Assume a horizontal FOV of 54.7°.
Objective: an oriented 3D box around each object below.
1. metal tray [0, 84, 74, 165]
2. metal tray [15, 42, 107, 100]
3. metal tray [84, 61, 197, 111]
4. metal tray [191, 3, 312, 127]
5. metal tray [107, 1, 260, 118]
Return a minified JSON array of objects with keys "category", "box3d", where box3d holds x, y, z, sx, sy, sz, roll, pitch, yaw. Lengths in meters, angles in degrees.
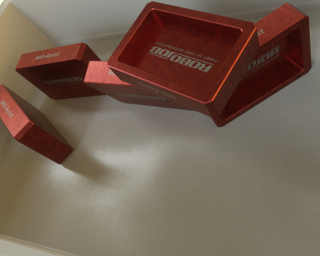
[{"category":"metal tray","box3d":[-0.195,-0.006,0.467,0.030,0.090,0.130,-48,52,-5]},{"category":"metal tray","box3d":[-0.147,-0.085,0.491,0.130,0.090,0.030,-2,61,27]},{"category":"metal tray","box3d":[-0.021,-0.055,0.404,0.130,0.090,0.030,9,81,31]},{"category":"metal tray","box3d":[0.103,-0.065,0.349,0.130,0.090,0.030,-33,52,6]},{"category":"metal tray","box3d":[0.020,-0.075,0.315,0.130,0.030,0.090,26,78,31]}]
